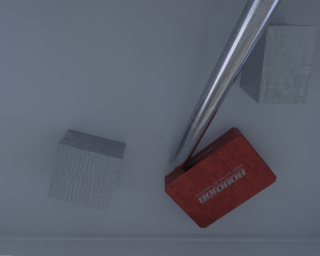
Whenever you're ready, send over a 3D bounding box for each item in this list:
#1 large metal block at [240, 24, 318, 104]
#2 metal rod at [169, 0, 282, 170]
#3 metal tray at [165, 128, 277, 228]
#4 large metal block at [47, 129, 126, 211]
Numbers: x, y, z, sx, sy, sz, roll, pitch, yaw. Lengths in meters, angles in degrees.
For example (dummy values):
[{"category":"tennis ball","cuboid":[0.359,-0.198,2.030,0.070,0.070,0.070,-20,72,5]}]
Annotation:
[{"category":"large metal block","cuboid":[0.131,-0.077,0.356,0.050,0.080,0.079,0,110,0]},{"category":"metal rod","cuboid":[0.063,-0.047,0.325,0.025,0.025,0.298,16,136,-6]},{"category":"metal tray","cuboid":[0.083,0.072,0.437,0.130,0.030,0.090,-38,106,12]},{"category":"large metal block","cuboid":[-0.097,0.056,0.417,0.081,0.050,0.079,15,109,-6]}]
